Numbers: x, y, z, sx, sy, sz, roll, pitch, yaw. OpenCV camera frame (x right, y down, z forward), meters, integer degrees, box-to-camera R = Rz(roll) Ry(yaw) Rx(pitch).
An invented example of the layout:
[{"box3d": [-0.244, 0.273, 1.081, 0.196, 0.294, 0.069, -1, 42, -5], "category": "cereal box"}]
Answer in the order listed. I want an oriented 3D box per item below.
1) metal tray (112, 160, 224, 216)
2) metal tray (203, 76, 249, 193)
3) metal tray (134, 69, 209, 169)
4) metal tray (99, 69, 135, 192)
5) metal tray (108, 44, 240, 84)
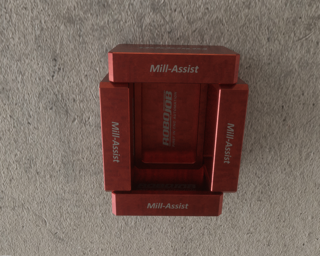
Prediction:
[{"box3d": [0.009, 0.075, 0.404, 0.131, 0.090, 0.030, 1, 110, -1], "category": "metal tray"}, {"box3d": [0.075, 0.001, 0.377, 0.030, 0.090, 0.129, 1, 110, -1], "category": "metal tray"}, {"box3d": [0.013, -0.010, 0.405, 0.091, 0.030, 0.129, 1, 110, -1], "category": "metal tray"}, {"box3d": [-0.048, 0.000, 0.375, 0.030, 0.090, 0.129, 1, 110, -1], "category": "metal tray"}, {"box3d": [0.014, -0.074, 0.349, 0.131, 0.090, 0.030, 1, 110, -1], "category": "metal tray"}]
